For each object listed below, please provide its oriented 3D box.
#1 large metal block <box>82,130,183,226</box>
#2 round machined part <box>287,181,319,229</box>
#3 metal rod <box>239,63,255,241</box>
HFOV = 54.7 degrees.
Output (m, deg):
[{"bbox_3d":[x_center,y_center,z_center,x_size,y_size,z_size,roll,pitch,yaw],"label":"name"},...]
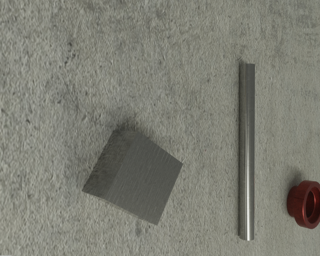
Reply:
[{"bbox_3d":[-0.030,0.058,0.365,0.080,0.050,0.080,38,67,-34],"label":"large metal block"},{"bbox_3d":[0.304,0.159,0.653,0.099,0.042,0.097,0,90,-40],"label":"round machined part"},{"bbox_3d":[0.150,0.040,0.533,0.025,0.025,0.298,0,90,-40],"label":"metal rod"}]
